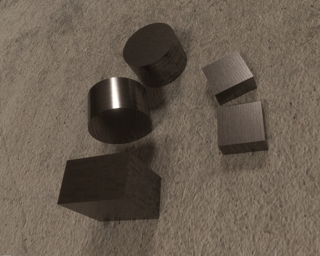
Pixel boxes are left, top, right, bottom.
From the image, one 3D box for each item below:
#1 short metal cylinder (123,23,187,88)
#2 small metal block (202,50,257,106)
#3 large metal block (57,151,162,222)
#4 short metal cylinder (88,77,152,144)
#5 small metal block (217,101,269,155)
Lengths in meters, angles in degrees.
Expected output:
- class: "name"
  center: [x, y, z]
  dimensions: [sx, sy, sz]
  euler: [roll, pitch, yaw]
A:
- class: "short metal cylinder"
  center: [-0.007, -0.107, 0.455]
  dimensions: [0.080, 0.050, 0.080]
  euler: [-13, 56, 20]
- class: "small metal block"
  center: [0.088, -0.064, 0.396]
  dimensions: [0.050, 0.025, 0.050]
  euler: [-26, 53, 12]
- class: "large metal block"
  center: [-0.053, 0.070, 0.352]
  dimensions: [0.080, 0.080, 0.050]
  euler: [-10, 58, 22]
- class: "short metal cylinder"
  center: [-0.054, -0.021, 0.408]
  dimensions: [0.080, 0.080, 0.050]
  euler: [-21, 54, 15]
- class: "small metal block"
  center: [0.094, 0.001, 0.354]
  dimensions: [0.050, 0.025, 0.050]
  euler: [-9, 58, 23]
